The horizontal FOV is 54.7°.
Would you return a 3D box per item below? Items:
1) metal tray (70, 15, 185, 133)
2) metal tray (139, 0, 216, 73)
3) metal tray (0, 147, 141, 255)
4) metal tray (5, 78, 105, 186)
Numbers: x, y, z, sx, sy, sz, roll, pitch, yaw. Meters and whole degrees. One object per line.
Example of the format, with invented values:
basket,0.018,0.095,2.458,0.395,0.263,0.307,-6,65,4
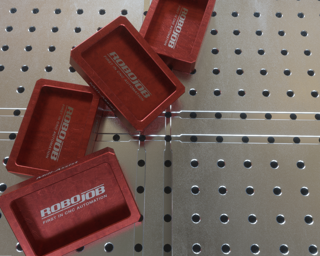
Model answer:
metal tray,-0.041,-0.069,0.406,0.090,0.030,0.130,-43,97,-19
metal tray,0.025,-0.154,0.465,0.090,0.030,0.130,17,71,5
metal tray,-0.098,0.088,0.354,0.131,0.030,0.090,-22,102,-8
metal tray,-0.132,0.004,0.405,0.091,0.030,0.130,10,70,3
